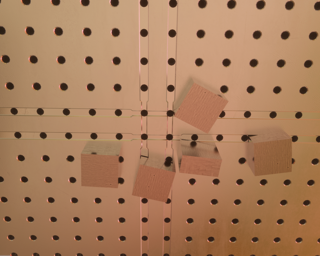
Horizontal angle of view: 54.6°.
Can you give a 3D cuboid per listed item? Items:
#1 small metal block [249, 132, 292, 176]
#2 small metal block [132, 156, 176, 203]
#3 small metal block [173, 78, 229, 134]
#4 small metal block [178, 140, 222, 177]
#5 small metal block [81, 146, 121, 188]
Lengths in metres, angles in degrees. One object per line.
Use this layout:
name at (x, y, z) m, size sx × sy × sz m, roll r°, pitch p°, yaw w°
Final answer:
small metal block at (0.152, 0.036, 0.428) m, size 0.050 × 0.025 × 0.050 m, roll -7°, pitch 110°, yaw 2°
small metal block at (-0.009, 0.073, 0.440) m, size 0.050 × 0.025 × 0.050 m, roll 14°, pitch 110°, yaw -5°
small metal block at (0.052, -0.029, 0.403) m, size 0.050 × 0.025 × 0.050 m, roll 27°, pitch 108°, yaw -10°
small metal block at (0.051, 0.040, 0.415) m, size 0.050 × 0.050 × 0.025 m, roll 7°, pitch 110°, yaw -3°
small metal block at (-0.082, 0.054, 0.433) m, size 0.050 × 0.025 × 0.050 m, roll 4°, pitch 110°, yaw -2°
